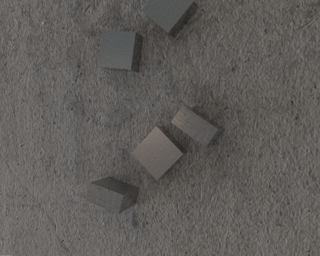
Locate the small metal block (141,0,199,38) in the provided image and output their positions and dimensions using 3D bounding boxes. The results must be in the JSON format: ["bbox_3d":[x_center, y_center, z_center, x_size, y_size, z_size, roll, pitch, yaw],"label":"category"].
[{"bbox_3d":[0.013,-0.155,0.404,0.050,0.025,0.050,44,104,14],"label":"small metal block"}]

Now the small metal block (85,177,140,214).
[{"bbox_3d":[-0.063,0.089,0.418,0.050,0.050,0.025,16,96,19],"label":"small metal block"}]

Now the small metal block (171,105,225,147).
[{"bbox_3d":[0.048,-0.003,0.379,0.050,0.050,0.025,36,102,16],"label":"small metal block"}]

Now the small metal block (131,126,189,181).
[{"bbox_3d":[0.000,0.032,0.409,0.050,0.025,0.050,46,104,14],"label":"small metal block"}]

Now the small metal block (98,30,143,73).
[{"bbox_3d":[-0.054,-0.105,0.428,0.050,0.025,0.050,9,93,19],"label":"small metal block"}]
